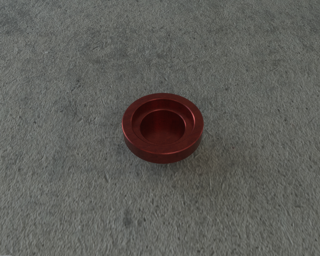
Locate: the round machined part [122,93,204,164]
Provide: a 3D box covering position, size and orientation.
[{"bbox_3d":[0.004,0.005,0.389,0.099,0.042,0.098,0,50,0],"label":"round machined part"}]
